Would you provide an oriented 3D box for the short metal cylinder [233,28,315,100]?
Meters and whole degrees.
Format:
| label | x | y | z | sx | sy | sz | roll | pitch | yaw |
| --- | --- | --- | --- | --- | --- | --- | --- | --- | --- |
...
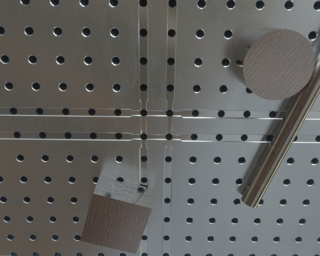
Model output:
| label | x | y | z | sx | sy | sz | roll | pitch | yaw |
| --- | --- | --- | --- | --- | --- | --- | --- | --- | --- |
| short metal cylinder | 0.134 | -0.078 | 0.372 | 0.081 | 0.050 | 0.079 | 0 | 110 | 0 |

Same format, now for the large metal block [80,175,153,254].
| label | x | y | z | sx | sy | sz | roll | pitch | yaw |
| --- | --- | --- | --- | --- | --- | --- | --- | --- | --- |
| large metal block | -0.061 | 0.123 | 0.445 | 0.080 | 0.050 | 0.079 | 16 | 109 | -6 |

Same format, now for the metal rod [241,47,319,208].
| label | x | y | z | sx | sy | sz | roll | pitch | yaw |
| --- | --- | --- | --- | --- | --- | --- | --- | --- | --- |
| metal rod | 0.181 | -0.023 | 0.406 | 0.025 | 0.025 | 0.298 | 19 | 109 | -7 |
